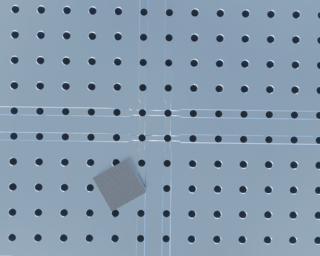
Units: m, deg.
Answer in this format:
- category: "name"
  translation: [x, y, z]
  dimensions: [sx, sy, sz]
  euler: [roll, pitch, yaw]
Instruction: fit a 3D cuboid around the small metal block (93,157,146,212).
- category: "small metal block"
  translation: [-0.053, 0.074, 0.413]
  dimensions: [0.050, 0.025, 0.050]
  euler: [-29, 90, -1]
